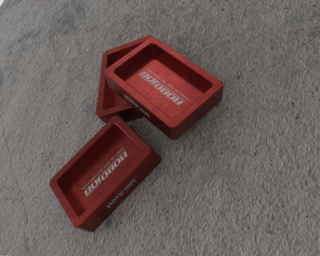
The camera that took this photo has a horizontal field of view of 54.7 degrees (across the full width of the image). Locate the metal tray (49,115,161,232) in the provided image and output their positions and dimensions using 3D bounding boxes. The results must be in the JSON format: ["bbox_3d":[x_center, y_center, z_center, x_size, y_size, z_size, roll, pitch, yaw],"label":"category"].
[{"bbox_3d":[-0.073,0.056,0.404,0.130,0.030,0.090,-46,51,-4],"label":"metal tray"}]

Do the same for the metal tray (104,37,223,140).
[{"bbox_3d":[0.004,-0.056,0.400,0.090,0.030,0.130,-41,63,-18],"label":"metal tray"}]

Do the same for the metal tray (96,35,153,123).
[{"bbox_3d":[-0.046,-0.073,0.469,0.090,0.030,0.130,-14,56,20],"label":"metal tray"}]
